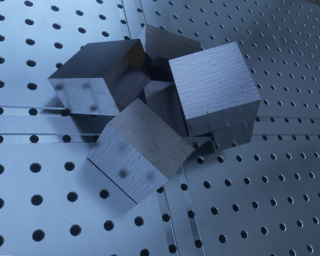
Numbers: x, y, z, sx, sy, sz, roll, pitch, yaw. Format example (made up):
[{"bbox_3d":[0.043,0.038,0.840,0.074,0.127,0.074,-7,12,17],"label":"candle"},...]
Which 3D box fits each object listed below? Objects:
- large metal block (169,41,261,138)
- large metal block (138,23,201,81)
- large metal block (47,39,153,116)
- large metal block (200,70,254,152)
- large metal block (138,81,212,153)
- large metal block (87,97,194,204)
[{"bbox_3d":[0.061,-0.044,0.362,0.080,0.050,0.080,-15,64,2],"label":"large metal block"},{"bbox_3d":[0.002,-0.085,0.426,0.081,0.080,0.050,12,57,-21],"label":"large metal block"},{"bbox_3d":[-0.067,-0.060,0.365,0.080,0.080,0.050,-58,140,-39],"label":"large metal block"},{"bbox_3d":[0.088,-0.023,0.423,0.050,0.080,0.080,-17,65,6],"label":"large metal block"},{"bbox_3d":[0.011,-0.013,0.405,0.081,0.050,0.080,1,61,-28],"label":"large metal block"},{"bbox_3d":[-0.024,0.027,0.341,0.080,0.080,0.050,43,50,1],"label":"large metal block"}]
